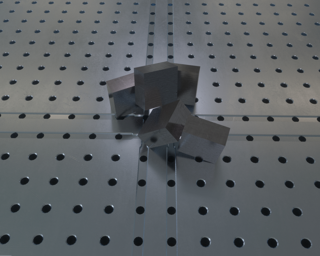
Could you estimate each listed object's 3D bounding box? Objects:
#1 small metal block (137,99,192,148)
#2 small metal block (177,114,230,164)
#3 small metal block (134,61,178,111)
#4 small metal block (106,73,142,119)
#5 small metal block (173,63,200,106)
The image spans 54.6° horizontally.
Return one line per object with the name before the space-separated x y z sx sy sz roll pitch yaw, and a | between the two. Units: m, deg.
small metal block | 0.006 -0.005 0.395 0.050 0.025 0.050 -16 35 43
small metal block | 0.051 0.014 0.374 0.050 0.050 0.025 19 60 6
small metal block | -0.005 -0.056 0.405 0.050 0.050 0.025 -18 34 -28
small metal block | -0.043 -0.046 0.430 0.050 0.050 0.025 -21 53 -16
small metal block | 0.028 -0.063 0.441 0.050 0.050 0.025 9 33 7
